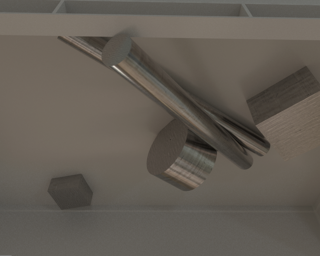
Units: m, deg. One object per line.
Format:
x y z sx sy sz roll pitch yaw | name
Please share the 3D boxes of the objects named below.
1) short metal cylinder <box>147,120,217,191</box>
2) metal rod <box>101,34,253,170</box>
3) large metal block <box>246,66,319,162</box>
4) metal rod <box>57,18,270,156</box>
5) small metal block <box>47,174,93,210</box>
0.027 0.035 0.403 0.050 0.080 0.080 32 123 -25 | short metal cylinder
0.046 -0.002 0.328 0.025 0.025 0.301 -27 148 21 | metal rod
0.167 -0.015 0.383 0.080 0.050 0.080 -32 124 24 | large metal block
0.022 -0.037 0.377 0.301 0.025 0.025 28 124 -23 | metal rod
-0.142 0.102 0.494 0.050 0.025 0.050 -10 130 8 | small metal block
